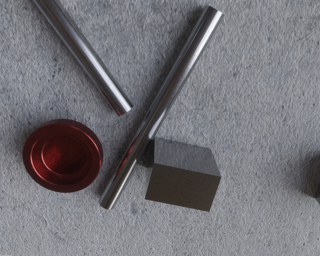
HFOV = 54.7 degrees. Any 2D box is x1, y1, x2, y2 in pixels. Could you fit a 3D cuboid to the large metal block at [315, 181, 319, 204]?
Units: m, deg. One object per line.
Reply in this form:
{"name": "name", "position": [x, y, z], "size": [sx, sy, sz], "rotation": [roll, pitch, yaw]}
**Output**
{"name": "large metal block", "position": [0.276, 0.080, 0.430], "size": [0.081, 0.050, 0.079], "rotation": [5, 110, -2]}

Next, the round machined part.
{"name": "round machined part", "position": [-0.125, 0.033, 0.411], "size": [0.099, 0.042, 0.097], "rotation": [0, 110, -1]}

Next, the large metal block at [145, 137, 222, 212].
{"name": "large metal block", "position": [0.026, 0.057, 0.402], "size": [0.081, 0.080, 0.050], "rotation": [12, 110, -5]}

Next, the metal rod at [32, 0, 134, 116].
{"name": "metal rod", "position": [-0.126, -0.140, 0.356], "size": [0.025, 0.025, 0.299], "rotation": [-32, 108, 10]}

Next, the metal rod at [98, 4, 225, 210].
{"name": "metal rod", "position": [-0.007, -0.014, 0.404], "size": [0.025, 0.025, 0.298], "rotation": [27, 108, -10]}
